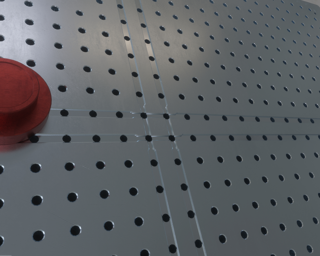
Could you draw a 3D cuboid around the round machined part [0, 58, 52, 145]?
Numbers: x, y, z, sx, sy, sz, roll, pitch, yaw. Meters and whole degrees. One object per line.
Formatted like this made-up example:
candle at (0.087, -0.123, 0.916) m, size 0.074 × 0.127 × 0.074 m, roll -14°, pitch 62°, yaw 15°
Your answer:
round machined part at (-0.166, -0.035, 0.329) m, size 0.099 × 0.042 × 0.098 m, roll 13°, pitch 56°, yaw -21°
